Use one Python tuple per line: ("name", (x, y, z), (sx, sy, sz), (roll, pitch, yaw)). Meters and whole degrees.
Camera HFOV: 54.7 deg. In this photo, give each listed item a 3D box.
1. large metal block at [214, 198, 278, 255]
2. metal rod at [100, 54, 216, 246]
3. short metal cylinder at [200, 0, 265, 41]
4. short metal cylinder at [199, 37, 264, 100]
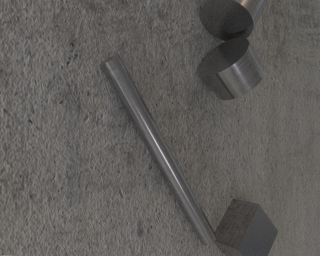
("large metal block", (0.140, 0.176, 0.506), (0.080, 0.050, 0.080), (52, 60, -27))
("metal rod", (0.007, 0.044, 0.410), (0.025, 0.025, 0.299), (-42, 116, -32))
("short metal cylinder", (0.107, -0.175, 0.458), (0.080, 0.080, 0.050), (42, 65, -32))
("short metal cylinder", (0.105, -0.087, 0.456), (0.050, 0.080, 0.080), (49, 61, -29))
